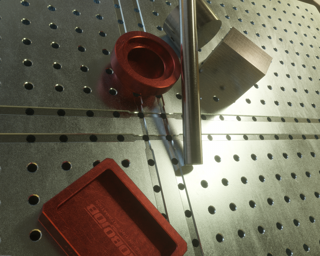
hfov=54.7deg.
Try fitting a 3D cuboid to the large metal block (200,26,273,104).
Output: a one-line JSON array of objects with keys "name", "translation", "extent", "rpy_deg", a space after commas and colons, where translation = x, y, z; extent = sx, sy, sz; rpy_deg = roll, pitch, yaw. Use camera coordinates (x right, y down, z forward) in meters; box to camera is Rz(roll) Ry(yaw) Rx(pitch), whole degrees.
[{"name": "large metal block", "translation": [0.118, -0.100, 0.499], "extent": [0.080, 0.080, 0.050], "rpy_deg": [37, 51, -4]}]

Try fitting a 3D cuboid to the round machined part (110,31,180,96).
[{"name": "round machined part", "translation": [-0.023, -0.086, 0.439], "extent": [0.099, 0.042, 0.098], "rpy_deg": [14, 56, -21]}]

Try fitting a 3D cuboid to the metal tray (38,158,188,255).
[{"name": "metal tray", "translation": [-0.045, 0.106, 0.316], "extent": [0.130, 0.030, 0.091], "rpy_deg": [48, 51, 5]}]

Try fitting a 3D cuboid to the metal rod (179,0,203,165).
[{"name": "metal rod", "translation": [0.041, -0.098, 0.436], "extent": [0.025, 0.025, 0.299], "rpy_deg": [5, 77, -26]}]

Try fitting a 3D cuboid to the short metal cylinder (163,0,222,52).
[{"name": "short metal cylinder", "translation": [0.052, -0.165, 0.504], "extent": [0.081, 0.080, 0.050], "rpy_deg": [-26, 76, -37]}]
